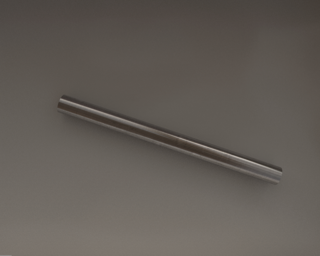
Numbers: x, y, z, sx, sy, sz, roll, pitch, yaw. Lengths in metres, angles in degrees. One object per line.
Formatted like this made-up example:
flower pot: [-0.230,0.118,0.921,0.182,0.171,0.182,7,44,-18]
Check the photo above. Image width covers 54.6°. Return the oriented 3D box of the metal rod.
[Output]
metal rod: [0.013,0.016,0.410,0.301,0.025,0.025,19,90,0]
